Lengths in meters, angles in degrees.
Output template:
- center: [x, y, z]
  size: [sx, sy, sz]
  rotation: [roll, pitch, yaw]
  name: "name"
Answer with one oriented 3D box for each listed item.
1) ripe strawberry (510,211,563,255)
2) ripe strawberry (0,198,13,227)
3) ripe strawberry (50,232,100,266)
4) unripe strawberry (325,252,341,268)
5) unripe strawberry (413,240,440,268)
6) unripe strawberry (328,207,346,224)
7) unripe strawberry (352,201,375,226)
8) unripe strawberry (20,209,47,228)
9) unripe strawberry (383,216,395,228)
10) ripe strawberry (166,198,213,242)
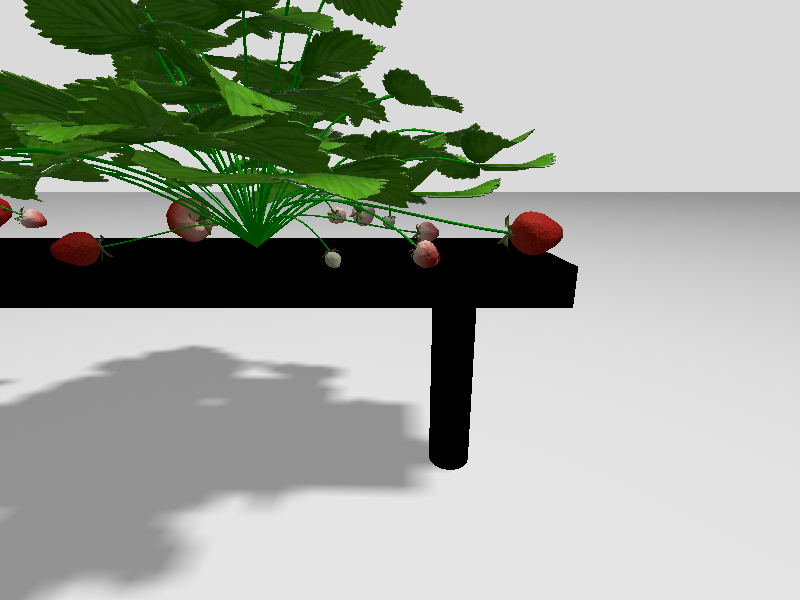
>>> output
- center: [0.103, -0.050, 0.303]
  size: [0.038, 0.033, 0.038]
  rotation: [4, 17, 11]
  name: "ripe strawberry"
- center: [-0.485, -0.105, 0.473]
  size: [0.038, 0.043, 0.041]
  rotation: [11, 19, 32]
  name: "ripe strawberry"
- center: [-0.216, -0.034, 0.267]
  size: [0.026, 0.022, 0.026]
  rotation: [-16, 23, -41]
  name: "ripe strawberry"
- center: [-0.044, -0.026, 0.265]
  size: [0.011, 0.011, 0.010]
  rotation: [-15, -15, -40]
  name: "unripe strawberry"
- center: [0.017, -0.029, 0.259]
  size: [0.017, 0.018, 0.016]
  rotation: [39, 32, 19]
  name: "unripe strawberry"
- center: [-0.083, -0.112, 0.532]
  size: [0.025, 0.021, 0.025]
  rotation: [4, 2, 12]
  name: "unripe strawberry"
- center: [-0.045, -0.111, 0.518]
  size: [0.030, 0.032, 0.033]
  rotation: [7, 3, 23]
  name: "unripe strawberry"
- center: [-0.431, -0.095, 0.473]
  size: [0.026, 0.023, 0.023]
  rotation: [17, -3, 45]
  name: "unripe strawberry"
- center: [-0.013, -0.093, 0.485]
  size: [0.015, 0.015, 0.013]
  rotation: [13, 21, 37]
  name: "unripe strawberry"
- center: [-0.208, -0.078, 0.390]
  size: [0.043, 0.043, 0.040]
  rotation: [9, 19, 29]
  name: "ripe strawberry"
